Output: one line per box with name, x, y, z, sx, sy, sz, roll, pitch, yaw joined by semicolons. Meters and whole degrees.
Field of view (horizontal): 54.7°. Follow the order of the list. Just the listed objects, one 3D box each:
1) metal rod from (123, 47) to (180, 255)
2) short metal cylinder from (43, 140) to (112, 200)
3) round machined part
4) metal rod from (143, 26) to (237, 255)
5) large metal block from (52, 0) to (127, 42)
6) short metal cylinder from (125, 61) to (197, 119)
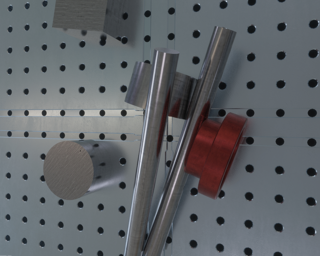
metal rod;-0.017;0.057;0.366;0.025;0.025;0.298;19;116;19
short metal cylinder;-0.116;0.057;0.440;0.080;0.050;0.080;0;90;20
round machined part;0.061;0.028;0.352;0.042;0.098;0.097;21;97;17
metal rod;0.031;0.030;0.377;0.025;0.025;0.298;22;106;18
large metal block;-0.096;-0.171;0.433;0.080;0.050;0.079;11;94;19
short metal cylinder;0.002;-0.046;0.383;0.080;0.080;0.050;19;96;19
